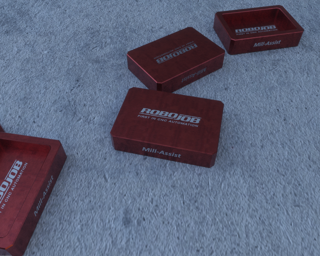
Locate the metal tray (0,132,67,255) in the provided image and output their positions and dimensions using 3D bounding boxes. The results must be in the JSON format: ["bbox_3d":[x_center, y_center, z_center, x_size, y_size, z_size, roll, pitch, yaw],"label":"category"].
[{"bbox_3d":[-0.171,0.067,0.342,0.090,0.030,0.130,8,50,6],"label":"metal tray"}]

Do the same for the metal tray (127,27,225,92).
[{"bbox_3d":[0.025,-0.108,0.491,0.131,0.030,0.090,-29,56,-22],"label":"metal tray"}]

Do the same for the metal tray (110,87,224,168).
[{"bbox_3d":[0.012,-0.004,0.403,0.131,0.030,0.090,10,51,8],"label":"metal tray"}]

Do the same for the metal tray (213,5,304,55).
[{"bbox_3d":[0.171,-0.176,0.548,0.131,0.030,0.090,-9,51,-8],"label":"metal tray"}]

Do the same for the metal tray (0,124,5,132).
[{"bbox_3d":[-0.275,0.017,0.383,0.131,0.030,0.090,12,51,10],"label":"metal tray"}]
